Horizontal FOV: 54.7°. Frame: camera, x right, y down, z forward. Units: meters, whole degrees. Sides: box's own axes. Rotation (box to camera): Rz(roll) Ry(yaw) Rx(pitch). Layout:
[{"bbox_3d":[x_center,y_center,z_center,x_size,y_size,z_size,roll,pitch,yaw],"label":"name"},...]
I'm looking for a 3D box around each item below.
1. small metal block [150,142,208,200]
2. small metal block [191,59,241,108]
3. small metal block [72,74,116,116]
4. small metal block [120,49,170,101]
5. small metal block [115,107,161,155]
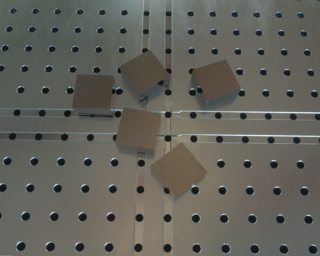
[{"bbox_3d":[0.023,0.055,0.392,0.050,0.025,0.050,-37,74,-13],"label":"small metal block"},{"bbox_3d":[0.078,-0.063,0.436,0.050,0.025,0.050,-19,71,-7],"label":"small metal block"},{"bbox_3d":[-0.089,-0.045,0.427,0.050,0.025,0.050,2,70,0],"label":"small metal block"},{"bbox_3d":[-0.021,-0.075,0.439,0.050,0.025,0.050,-32,74,-11],"label":"small metal block"},{"bbox_3d":[-0.028,0.004,0.410,0.050,0.025,0.050,10,70,3],"label":"small metal block"}]
